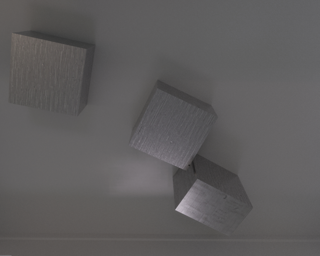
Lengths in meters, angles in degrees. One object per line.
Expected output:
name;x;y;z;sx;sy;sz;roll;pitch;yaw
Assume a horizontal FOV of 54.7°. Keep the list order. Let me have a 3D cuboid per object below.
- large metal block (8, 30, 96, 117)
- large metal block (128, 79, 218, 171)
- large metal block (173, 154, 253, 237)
large metal block;-0.128;-0.066;0.372;0.081;0.050;0.079;11;110;-5
large metal block;0.015;-0.004;0.396;0.080;0.050;0.080;25;108;-9
large metal block;0.066;0.084;0.413;0.080;0.080;0.050;29;108;-10
